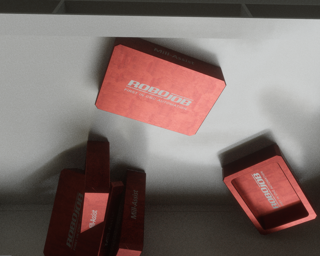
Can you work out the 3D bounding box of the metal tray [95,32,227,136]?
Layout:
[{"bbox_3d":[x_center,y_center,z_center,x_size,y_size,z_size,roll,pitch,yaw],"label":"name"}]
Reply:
[{"bbox_3d":[-0.001,-0.047,0.366,0.131,0.030,0.089,17,128,-14],"label":"metal tray"}]

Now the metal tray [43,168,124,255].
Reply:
[{"bbox_3d":[-0.110,0.130,0.442,0.090,0.129,0.030,11,179,23],"label":"metal tray"}]

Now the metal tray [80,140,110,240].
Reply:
[{"bbox_3d":[-0.094,0.092,0.441,0.030,0.090,0.129,5,131,-14],"label":"metal tray"}]

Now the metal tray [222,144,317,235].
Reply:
[{"bbox_3d":[0.165,0.097,0.468,0.090,0.030,0.130,-29,110,21],"label":"metal tray"}]

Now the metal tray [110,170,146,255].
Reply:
[{"bbox_3d":[-0.048,0.138,0.457,0.030,0.130,0.089,13,129,-11],"label":"metal tray"}]
